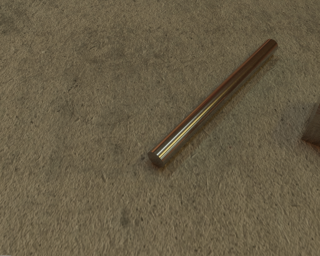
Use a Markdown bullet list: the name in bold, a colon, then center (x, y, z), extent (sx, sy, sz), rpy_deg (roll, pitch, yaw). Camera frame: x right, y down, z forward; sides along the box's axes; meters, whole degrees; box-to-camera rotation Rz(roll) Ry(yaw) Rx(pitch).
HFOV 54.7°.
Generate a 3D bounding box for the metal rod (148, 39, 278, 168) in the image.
- **metal rod**: center (0.091, -0.050, 0.446), extent (0.025, 0.025, 0.301), rpy_deg (33, 57, 24)

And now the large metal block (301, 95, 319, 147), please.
- **large metal block**: center (0.242, -0.011, 0.399), extent (0.080, 0.050, 0.080), rpy_deg (25, 54, 19)
